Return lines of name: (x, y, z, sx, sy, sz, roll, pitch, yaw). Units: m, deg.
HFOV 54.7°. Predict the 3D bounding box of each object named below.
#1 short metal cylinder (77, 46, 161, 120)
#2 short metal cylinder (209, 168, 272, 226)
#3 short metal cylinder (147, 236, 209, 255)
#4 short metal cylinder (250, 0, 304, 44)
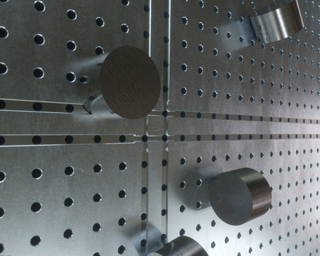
short metal cylinder: (-0.046, -0.049, 0.356, 0.081, 0.050, 0.079, 0, 90, -40)
short metal cylinder: (0.123, 0.105, 0.480, 0.050, 0.080, 0.079, -4, 93, -40)
short metal cylinder: (0.025, 0.187, 0.397, 0.050, 0.080, 0.079, -15, 100, -39)
short metal cylinder: (0.207, -0.191, 0.550, 0.080, 0.080, 0.050, -41, 115, -33)
